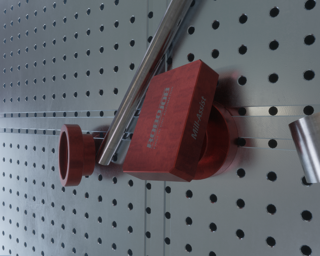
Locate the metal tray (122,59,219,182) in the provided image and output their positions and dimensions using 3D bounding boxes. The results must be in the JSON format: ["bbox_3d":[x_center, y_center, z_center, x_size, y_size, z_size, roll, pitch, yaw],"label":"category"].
[{"bbox_3d":[0.011,-0.006,0.351,0.090,0.030,0.130,-9,58,50],"label":"metal tray"}]

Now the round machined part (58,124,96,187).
[{"bbox_3d":[-0.132,0.043,0.492,0.098,0.042,0.097,-5,84,63],"label":"round machined part"}]

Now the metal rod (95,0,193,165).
[{"bbox_3d":[-0.022,-0.071,0.427,0.025,0.025,0.298,43,116,31],"label":"metal rod"}]

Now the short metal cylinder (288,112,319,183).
[{"bbox_3d":[0.152,0.010,0.248,0.080,0.081,0.050,-22,76,38],"label":"short metal cylinder"}]

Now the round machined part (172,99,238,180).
[{"bbox_3d":[0.038,0.013,0.367,0.098,0.042,0.097,0,90,40],"label":"round machined part"}]
